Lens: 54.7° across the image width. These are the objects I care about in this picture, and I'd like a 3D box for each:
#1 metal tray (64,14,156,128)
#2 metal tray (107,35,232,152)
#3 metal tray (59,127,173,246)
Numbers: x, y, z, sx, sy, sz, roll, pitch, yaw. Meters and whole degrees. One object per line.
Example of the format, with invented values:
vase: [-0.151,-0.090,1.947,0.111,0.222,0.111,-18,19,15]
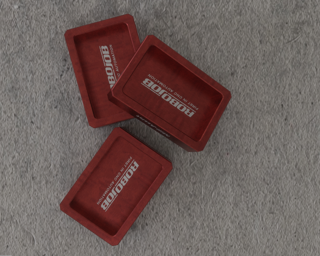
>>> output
metal tray: [-0.062,-0.072,0.406,0.090,0.030,0.129,-15,90,0]
metal tray: [0.014,-0.040,0.382,0.130,0.030,0.090,33,75,-13]
metal tray: [-0.055,0.074,0.406,0.090,0.030,0.130,35,90,0]
